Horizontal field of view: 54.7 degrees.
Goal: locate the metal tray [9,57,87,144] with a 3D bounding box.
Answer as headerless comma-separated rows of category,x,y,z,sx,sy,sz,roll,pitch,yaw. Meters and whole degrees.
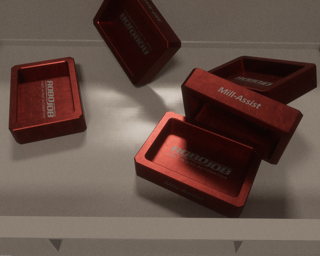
metal tray,-0.159,-0.044,0.436,0.091,0.030,0.130,-12,51,-10

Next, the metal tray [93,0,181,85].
metal tray,-0.037,-0.139,0.450,0.030,0.090,0.130,-19,72,-48

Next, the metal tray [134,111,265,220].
metal tray,0.047,0.039,0.369,0.130,0.030,0.090,22,53,17

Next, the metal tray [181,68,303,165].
metal tray,0.091,-0.012,0.371,0.130,0.090,0.030,28,71,21

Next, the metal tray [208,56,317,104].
metal tray,0.127,-0.064,0.420,0.091,0.030,0.130,-27,28,-21
